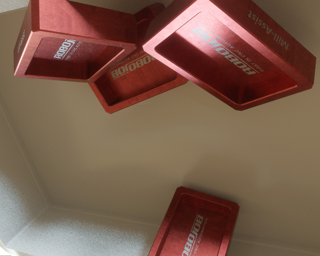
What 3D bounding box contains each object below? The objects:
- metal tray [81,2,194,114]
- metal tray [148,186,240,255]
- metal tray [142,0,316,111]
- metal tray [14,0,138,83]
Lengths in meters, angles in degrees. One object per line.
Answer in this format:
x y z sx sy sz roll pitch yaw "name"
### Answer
-0.034 -0.078 0.373 0.130 0.030 0.090 -18 109 34 "metal tray"
0.044 0.149 0.407 0.090 0.130 0.030 14 144 20 "metal tray"
0.061 -0.067 0.278 0.131 0.030 0.090 28 155 -25 "metal tray"
-0.091 -0.080 0.311 0.130 0.091 0.030 -15 77 58 "metal tray"
